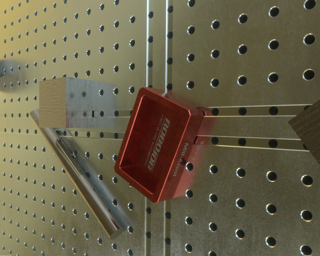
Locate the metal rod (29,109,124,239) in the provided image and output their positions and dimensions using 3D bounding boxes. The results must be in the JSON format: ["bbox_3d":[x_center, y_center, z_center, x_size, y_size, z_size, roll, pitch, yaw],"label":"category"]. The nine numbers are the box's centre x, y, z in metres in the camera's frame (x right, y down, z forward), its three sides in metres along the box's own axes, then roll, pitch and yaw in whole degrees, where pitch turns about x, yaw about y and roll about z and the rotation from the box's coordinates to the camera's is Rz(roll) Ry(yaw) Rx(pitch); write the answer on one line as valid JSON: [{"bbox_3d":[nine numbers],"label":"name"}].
[{"bbox_3d":[-0.155,0.065,0.537,0.300,0.025,0.025,46,117,30],"label":"metal rod"}]

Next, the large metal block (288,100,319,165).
[{"bbox_3d":[0.170,0.004,0.253,0.080,0.050,0.080,-43,64,31],"label":"large metal block"}]

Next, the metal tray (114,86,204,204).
[{"bbox_3d":[-0.006,0.021,0.410,0.090,0.030,0.129,31,109,35],"label":"metal tray"}]

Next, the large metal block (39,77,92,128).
[{"bbox_3d":[-0.161,-0.040,0.526,0.080,0.050,0.080,0,90,40],"label":"large metal block"}]
